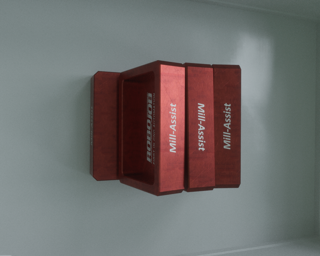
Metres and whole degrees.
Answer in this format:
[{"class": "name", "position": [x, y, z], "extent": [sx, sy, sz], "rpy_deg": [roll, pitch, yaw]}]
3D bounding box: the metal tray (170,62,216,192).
[{"class": "metal tray", "position": [0.026, 0.000, 0.350], "extent": [0.030, 0.090, 0.129], "rpy_deg": [0, 88, -20]}]

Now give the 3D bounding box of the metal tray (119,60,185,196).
[{"class": "metal tray", "position": [-0.012, 0.000, 0.335], "extent": [0.030, 0.090, 0.129], "rpy_deg": [0, 90, -33]}]

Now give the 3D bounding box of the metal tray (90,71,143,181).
[{"class": "metal tray", "position": [-0.040, -0.002, 0.390], "extent": [0.091, 0.030, 0.129], "rpy_deg": [1, 90, -20]}]

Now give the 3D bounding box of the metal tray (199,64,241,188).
[{"class": "metal tray", "position": [0.065, -0.002, 0.363], "extent": [0.030, 0.090, 0.129], "rpy_deg": [0, 90, -6]}]

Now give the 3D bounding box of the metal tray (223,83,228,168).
[{"class": "metal tray", "position": [0.045, 0.000, 0.423], "extent": [0.091, 0.030, 0.129], "rpy_deg": [1, 90, -20]}]
